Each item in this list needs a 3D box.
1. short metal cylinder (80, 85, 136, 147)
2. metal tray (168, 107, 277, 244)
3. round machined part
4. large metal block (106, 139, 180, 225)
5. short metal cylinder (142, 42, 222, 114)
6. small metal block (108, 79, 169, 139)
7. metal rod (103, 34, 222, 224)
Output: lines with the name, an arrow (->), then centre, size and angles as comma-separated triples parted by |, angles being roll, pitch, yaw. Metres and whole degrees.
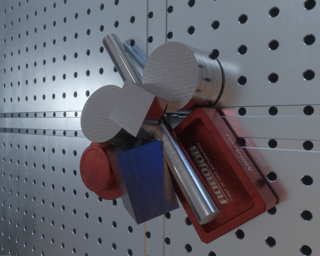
short metal cylinder -> -0.061, -0.013, 0.424 | 0.080, 0.050, 0.080 | -10, 69, 28
metal tray -> 0.056, 0.052, 0.355 | 0.090, 0.030, 0.130 | -44, 64, 31
round machined part -> -0.082, 0.058, 0.460 | 0.098, 0.042, 0.097 | 0, 90, 40
large metal block -> -0.024, 0.059, 0.374 | 0.080, 0.050, 0.080 | 179, 74, -73
short metal cylinder -> 0.026, -0.057, 0.367 | 0.080, 0.050, 0.079 | 0, 90, 40
small metal block -> -0.025, -0.021, 0.356 | 0.050, 0.025, 0.050 | 33, 102, 35
metal rod -> -0.012, -0.022, 0.382 | 0.025, 0.025, 0.299 | -50, 51, 28
